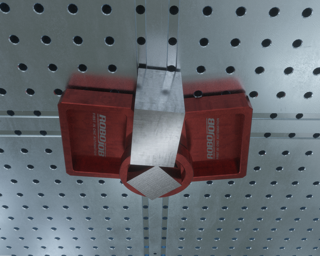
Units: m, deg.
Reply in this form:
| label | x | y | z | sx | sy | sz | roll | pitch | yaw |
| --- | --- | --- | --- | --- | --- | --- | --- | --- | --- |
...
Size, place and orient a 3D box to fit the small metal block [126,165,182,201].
| label | x | y | z | sx | sy | sz | roll | pitch | yaw |
| --- | --- | --- | --- | --- | --- | --- | --- | --- | --- |
| small metal block | -0.007 | 0.063 | 0.405 | 0.050 | 0.025 | 0.050 | -32 | 124 | 24 |

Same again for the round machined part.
| label | x | y | z | sx | sy | sz | roll | pitch | yaw |
| --- | --- | --- | --- | --- | --- | --- | --- | --- | --- |
| round machined part | -0.004 | 0.049 | 0.425 | 0.099 | 0.042 | 0.097 | 0 | 130 | 0 |

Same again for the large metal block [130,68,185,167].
| label | x | y | z | sx | sy | sz | roll | pitch | yaw |
| --- | --- | --- | --- | --- | --- | --- | --- | --- | --- |
| large metal block | -0.005 | -0.012 | 0.360 | 0.050 | 0.080 | 0.079 | 5 | 130 | -4 |

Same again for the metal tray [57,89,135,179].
| label | x | y | z | sx | sy | sz | roll | pitch | yaw |
| --- | --- | --- | --- | --- | --- | --- | --- | --- | --- |
| metal tray | -0.081 | 0.013 | 0.413 | 0.091 | 0.030 | 0.129 | 5 | 130 | -4 |

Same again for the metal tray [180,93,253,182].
| label | x | y | z | sx | sy | sz | roll | pitch | yaw |
| --- | --- | --- | --- | --- | --- | --- | --- | --- | --- |
| metal tray | 0.072 | 0.018 | 0.419 | 0.091 | 0.030 | 0.129 | -5 | 130 | 4 |
